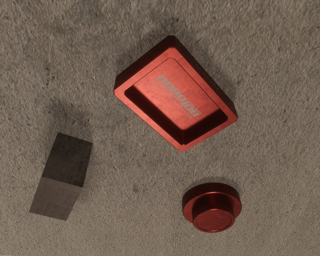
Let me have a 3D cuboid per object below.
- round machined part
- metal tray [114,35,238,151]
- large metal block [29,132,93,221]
[{"bbox_3d":[0.087,0.138,0.515,0.099,0.042,0.097,-1,130,0],"label":"round machined part"},{"bbox_3d":[0.021,-0.035,0.374,0.090,0.030,0.130,-33,123,24],"label":"metal tray"},{"bbox_3d":[-0.135,0.067,0.426,0.050,0.080,0.079,20,127,-16],"label":"large metal block"}]
